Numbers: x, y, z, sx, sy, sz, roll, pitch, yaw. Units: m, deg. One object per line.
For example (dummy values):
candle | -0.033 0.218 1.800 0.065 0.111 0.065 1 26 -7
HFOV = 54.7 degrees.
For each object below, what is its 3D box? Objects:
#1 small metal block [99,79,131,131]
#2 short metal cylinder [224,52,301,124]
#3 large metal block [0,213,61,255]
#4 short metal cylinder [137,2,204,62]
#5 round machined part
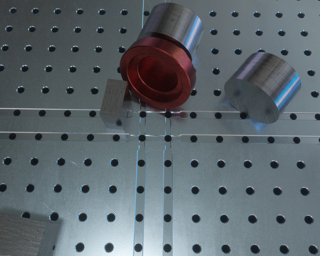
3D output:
small metal block | -0.058 -0.030 0.409 0.025 0.050 0.050 8 70 3
short metal cylinder | 0.132 -0.051 0.403 0.080 0.080 0.050 39 75 12
large metal block | -0.169 0.140 0.345 0.080 0.050 0.080 10 70 3
short metal cylinder | 0.015 -0.124 0.428 0.080 0.080 0.050 20 72 7
round machined part | 0.001 -0.075 0.404 0.098 0.097 0.042 24 53 8
